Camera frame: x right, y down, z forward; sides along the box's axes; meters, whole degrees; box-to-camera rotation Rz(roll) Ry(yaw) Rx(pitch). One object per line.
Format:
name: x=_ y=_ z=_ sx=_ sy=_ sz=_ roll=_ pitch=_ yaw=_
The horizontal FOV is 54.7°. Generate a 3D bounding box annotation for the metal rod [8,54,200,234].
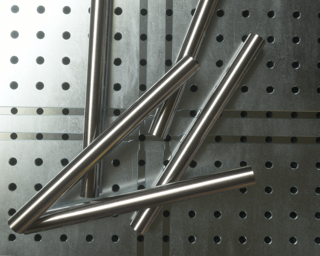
metal rod: x=-0.069 y=0.019 z=0.386 sx=0.300 sy=0.025 sz=0.025 roll=-43 pitch=91 yaw=0

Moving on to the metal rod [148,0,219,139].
metal rod: x=0.050 y=-0.129 z=0.413 sx=0.025 sy=0.025 sz=0.299 roll=21 pitch=90 yaw=-1

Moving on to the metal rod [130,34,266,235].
metal rod: x=0.051 y=0.008 z=0.414 sx=0.025 sy=0.025 sz=0.299 roll=32 pitch=90 yaw=-1

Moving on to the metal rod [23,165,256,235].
metal rod: x=-0.033 y=0.093 z=0.391 sx=0.301 sy=0.025 sz=0.025 roll=-14 pitch=90 yaw=8

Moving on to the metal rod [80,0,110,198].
metal rod: x=-0.085 y=-0.058 z=0.412 sx=0.025 sy=0.025 sz=0.298 roll=3 pitch=90 yaw=-1
